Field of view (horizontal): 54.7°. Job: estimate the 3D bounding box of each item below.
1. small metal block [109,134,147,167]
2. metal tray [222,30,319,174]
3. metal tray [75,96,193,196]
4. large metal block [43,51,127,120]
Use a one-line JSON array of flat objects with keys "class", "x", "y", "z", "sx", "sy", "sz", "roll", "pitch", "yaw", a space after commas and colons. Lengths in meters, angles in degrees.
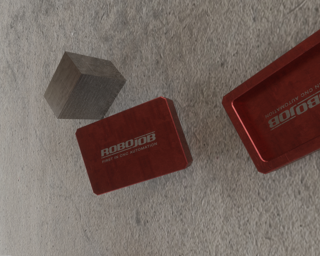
[{"class": "small metal block", "x": -0.046, "y": 0.032, "z": 0.420, "sx": 0.025, "sy": 0.050, "sz": 0.050, "roll": -175, "pitch": 86, "yaw": -69}, {"class": "metal tray", "x": 0.133, "y": -0.024, "z": 0.290, "sx": 0.130, "sy": 0.030, "sz": 0.090, "roll": -36, "pitch": 68, "yaw": 33}, {"class": "metal tray", "x": -0.035, "y": 0.024, "z": 0.393, "sx": 0.130, "sy": 0.030, "sz": 0.090, "roll": -20, "pitch": 85, "yaw": 17}, {"class": "large metal block", "x": -0.111, "y": -0.059, "z": 0.458, "sx": 0.050, "sy": 0.081, "sz": 0.080, "roll": 51, "pitch": 120, "yaw": 27}]
